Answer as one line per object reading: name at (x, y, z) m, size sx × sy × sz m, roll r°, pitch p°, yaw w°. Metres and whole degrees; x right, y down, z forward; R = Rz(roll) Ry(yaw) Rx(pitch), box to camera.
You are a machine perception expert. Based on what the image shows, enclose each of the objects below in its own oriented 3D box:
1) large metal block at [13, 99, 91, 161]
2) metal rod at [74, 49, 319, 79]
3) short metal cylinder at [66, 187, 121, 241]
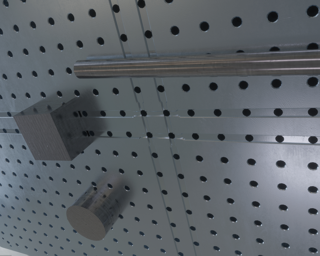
large metal block at (-0.167, 0.004, 0.486) m, size 0.080 × 0.050 × 0.080 m, roll -3°, pitch 117°, yaw 29°
metal rod at (0.027, -0.070, 0.353) m, size 0.301 × 0.025 × 0.025 m, roll 4°, pitch 120°, yaw 26°
short metal cylinder at (-0.118, 0.152, 0.551) m, size 0.080 × 0.050 × 0.079 m, roll 13°, pitch 124°, yaw 21°
